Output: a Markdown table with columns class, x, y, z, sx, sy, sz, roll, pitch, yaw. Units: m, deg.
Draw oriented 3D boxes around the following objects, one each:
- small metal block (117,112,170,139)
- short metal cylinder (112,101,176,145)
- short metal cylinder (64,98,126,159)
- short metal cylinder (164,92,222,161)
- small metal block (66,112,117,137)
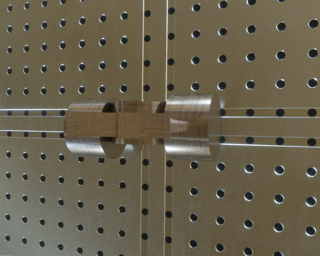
| class | x | y | z | sx | sy | sz | roll | pitch | yaw |
| --- | --- | --- | --- | --- | --- | --- | --- | --- | --- |
| small metal block | -0.019 | -0.003 | 0.324 | 0.050 | 0.050 | 0.025 | 1 | 91 | -11 |
| short metal cylinder | -0.020 | -0.006 | 0.390 | 0.080 | 0.080 | 0.050 | 1 | 91 | 20 |
| short metal cylinder | -0.082 | 0.000 | 0.412 | 0.050 | 0.080 | 0.079 | 1 | 91 | 20 |
| short metal cylinder | 0.041 | -0.002 | 0.368 | 0.050 | 0.080 | 0.079 | 1 | 90 | 21 |
| small metal block | -0.074 | -0.004 | 0.339 | 0.050 | 0.050 | 0.025 | 1 | 91 | -12 |
